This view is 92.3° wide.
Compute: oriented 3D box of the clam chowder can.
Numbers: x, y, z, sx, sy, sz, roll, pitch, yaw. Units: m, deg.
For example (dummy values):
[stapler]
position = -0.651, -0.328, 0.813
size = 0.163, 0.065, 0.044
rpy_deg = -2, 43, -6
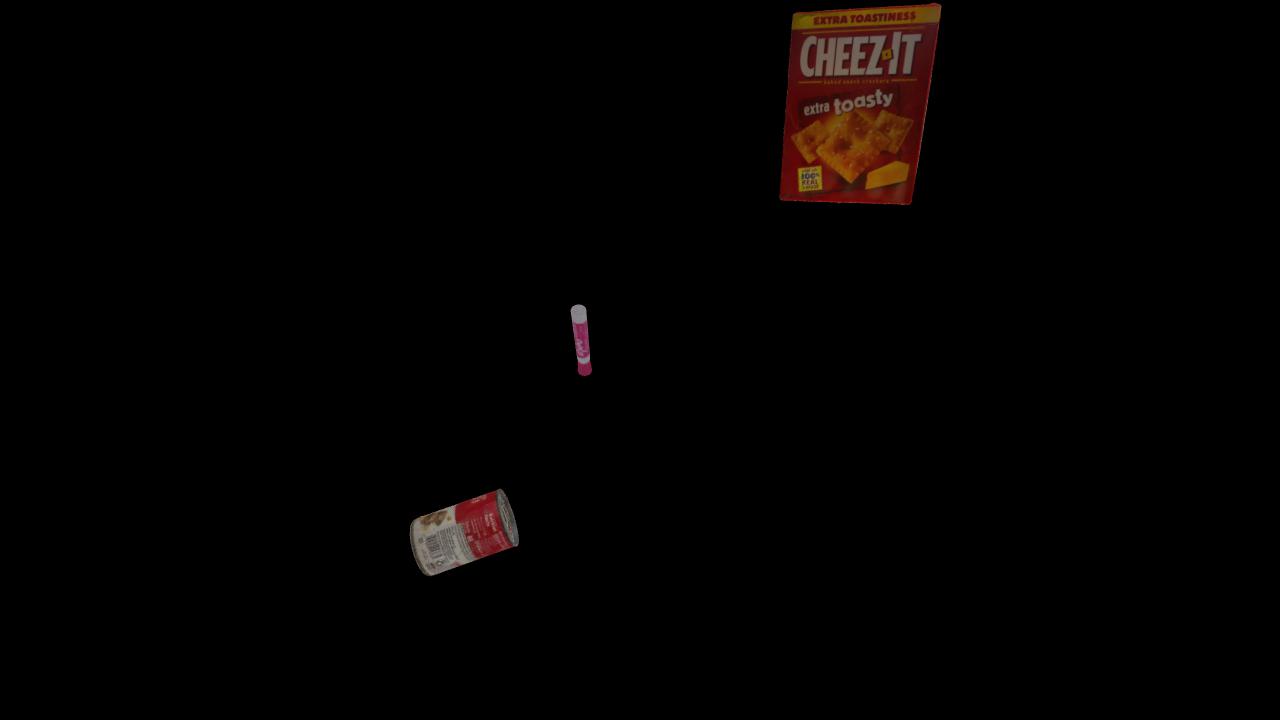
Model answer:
[clam chowder can]
position = -0.196, 0.194, 0.691
size = 0.102, 0.068, 0.068
rpy_deg = -19, 2, -5

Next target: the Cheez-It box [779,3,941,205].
[Cheez-It box]
position = 0.269, -0.312, 0.770
size = 0.166, 0.223, 0.071
rpy_deg = 7, 25, 18

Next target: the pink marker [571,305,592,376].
[pink marker]
position = -0.073, -0.021, 0.773
size = 0.020, 0.020, 0.121
rpy_deg = 0, -39, 0
